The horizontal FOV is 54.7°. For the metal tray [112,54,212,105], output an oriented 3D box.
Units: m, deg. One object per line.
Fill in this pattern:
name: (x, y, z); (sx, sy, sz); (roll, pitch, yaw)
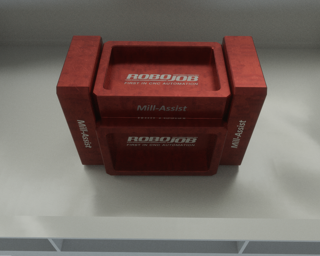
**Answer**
metal tray: (0.003, -0.052, 0.402); (0.131, 0.090, 0.030); (0, 51, 0)

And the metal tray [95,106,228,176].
metal tray: (0.002, 0.017, 0.344); (0.131, 0.089, 0.030); (0, 50, 0)

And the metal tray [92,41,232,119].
metal tray: (0.002, -0.053, 0.327); (0.131, 0.030, 0.090); (1, 50, 0)

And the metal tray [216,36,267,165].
metal tray: (0.084, -0.027, 0.357); (0.030, 0.129, 0.090); (1, 51, 1)

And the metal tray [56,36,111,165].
metal tray: (-0.079, -0.028, 0.357); (0.030, 0.129, 0.090); (0, 51, 0)
